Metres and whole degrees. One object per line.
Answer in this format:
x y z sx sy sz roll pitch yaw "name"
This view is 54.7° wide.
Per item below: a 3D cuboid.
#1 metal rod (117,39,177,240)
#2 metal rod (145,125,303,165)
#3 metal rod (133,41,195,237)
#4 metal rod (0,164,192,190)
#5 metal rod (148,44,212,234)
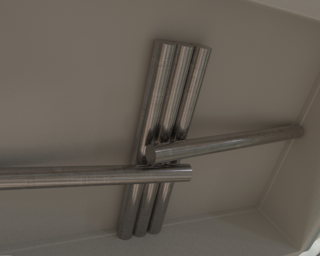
-0.024 0.033 0.416 0.025 0.025 0.298 -2 119 -28 "metal rod"
0.114 0.019 0.461 0.303 0.025 0.025 -6 121 -33 "metal rod"
-0.002 0.032 0.427 0.025 0.025 0.298 -2 119 -28 "metal rod"
-0.101 0.058 0.368 0.303 0.025 0.025 2 118 -23 "metal rod"
0.020 0.032 0.440 0.025 0.025 0.298 -2 119 -28 "metal rod"
